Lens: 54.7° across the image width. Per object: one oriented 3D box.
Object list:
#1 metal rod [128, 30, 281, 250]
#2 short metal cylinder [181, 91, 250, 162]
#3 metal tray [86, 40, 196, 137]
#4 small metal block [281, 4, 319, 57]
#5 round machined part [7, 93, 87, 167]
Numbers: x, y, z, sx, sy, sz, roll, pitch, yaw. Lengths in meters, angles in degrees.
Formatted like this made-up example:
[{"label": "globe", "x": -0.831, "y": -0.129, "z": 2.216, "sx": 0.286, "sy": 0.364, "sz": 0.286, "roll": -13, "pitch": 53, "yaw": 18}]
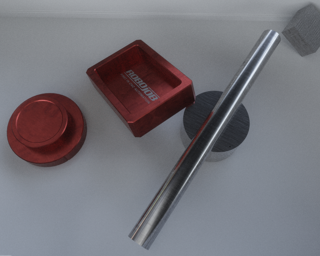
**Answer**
[{"label": "metal rod", "x": 0.061, "y": -0.001, "z": 0.357, "sx": 0.025, "sy": 0.025, "sz": 0.300, "roll": 32, "pitch": 73, "yaw": 10}, {"label": "short metal cylinder", "x": 0.068, "y": -0.001, "z": 0.398, "sx": 0.081, "sy": 0.050, "sz": 0.080, "roll": 0, "pitch": 70, "yaw": -1}, {"label": "metal tray", "x": -0.028, "y": -0.057, "z": 0.400, "sx": 0.090, "sy": 0.030, "sz": 0.130, "roll": -34, "pitch": 51, "yaw": -11}, {"label": "small metal block", "x": 0.215, "y": -0.142, "z": 0.454, "sx": 0.050, "sy": 0.025, "sz": 0.050, "roll": 43, "pitch": 74, "yaw": -14}, {"label": "round machined part", "x": -0.148, "y": -0.002, "z": 0.399, "sx": 0.099, "sy": 0.042, "sz": 0.098, "roll": 0, "pitch": 70, "yaw": -1}]
